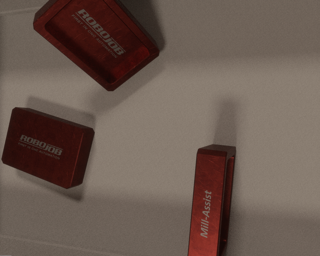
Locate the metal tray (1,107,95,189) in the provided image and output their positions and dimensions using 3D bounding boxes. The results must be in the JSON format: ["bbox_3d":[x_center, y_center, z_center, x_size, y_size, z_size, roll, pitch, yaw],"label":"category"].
[{"bbox_3d":[-0.170,0.027,0.466,0.130,0.030,0.089,16,95,18],"label":"metal tray"}]

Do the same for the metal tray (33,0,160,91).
[{"bbox_3d":[-0.074,-0.115,0.384,0.090,0.130,0.030,-35,41,16],"label":"metal tray"}]

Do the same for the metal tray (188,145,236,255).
[{"bbox_3d":[0.061,0.086,0.353,0.030,0.090,0.129,5,92,20],"label":"metal tray"}]
